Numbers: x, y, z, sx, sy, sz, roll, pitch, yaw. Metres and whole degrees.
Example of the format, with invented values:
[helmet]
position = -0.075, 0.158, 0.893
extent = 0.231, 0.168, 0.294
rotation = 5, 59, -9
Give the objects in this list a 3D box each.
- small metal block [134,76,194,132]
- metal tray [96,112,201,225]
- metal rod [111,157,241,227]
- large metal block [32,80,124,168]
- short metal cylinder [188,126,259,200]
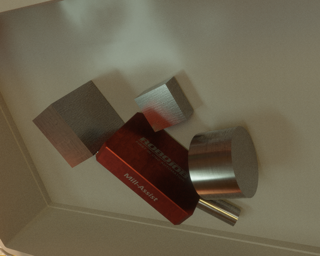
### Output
[small metal block]
position = 0.005, -0.029, 0.384
extent = 0.050, 0.025, 0.050
rotation = -22, 107, 35
[metal tray]
position = -0.004, 0.047, 0.394
extent = 0.130, 0.090, 0.030
rotation = 40, 128, 1
[metal rod]
position = -0.027, 0.061, 0.457
extent = 0.301, 0.025, 0.025
rotation = 25, 127, 12
[large metal block]
position = -0.107, -0.007, 0.421
extent = 0.050, 0.080, 0.080
rotation = -29, 102, 37
[short metal cylinder]
position = 0.075, 0.041, 0.356
extent = 0.050, 0.080, 0.080
rotation = -12, 113, 34
